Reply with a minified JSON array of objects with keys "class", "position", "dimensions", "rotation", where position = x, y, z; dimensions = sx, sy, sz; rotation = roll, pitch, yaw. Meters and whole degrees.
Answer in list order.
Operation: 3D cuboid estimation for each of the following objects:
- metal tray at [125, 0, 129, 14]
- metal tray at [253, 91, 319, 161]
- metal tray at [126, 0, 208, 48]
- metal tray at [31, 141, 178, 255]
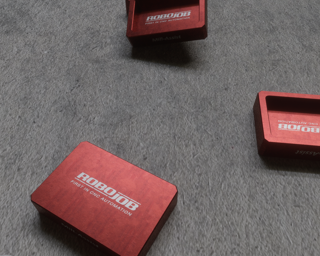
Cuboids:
[{"class":"metal tray","position":[0.010,-0.228,0.591],"dimensions":[0.130,0.030,0.090],"rotation":[35,58,26]},{"class":"metal tray","position":[0.194,-0.003,0.403],"dimensions":[0.131,0.030,0.090],"rotation":[5,50,4]},{"class":"metal tray","position":[0.013,-0.187,0.520],"dimensions":[0.130,0.030,0.090],"rotation":[-3,67,15]},{"class":"metal tray","position":[-0.058,0.077,0.335],"dimensions":[0.130,0.030,0.090],"rotation":[24,54,19]}]
